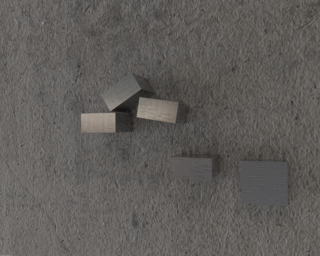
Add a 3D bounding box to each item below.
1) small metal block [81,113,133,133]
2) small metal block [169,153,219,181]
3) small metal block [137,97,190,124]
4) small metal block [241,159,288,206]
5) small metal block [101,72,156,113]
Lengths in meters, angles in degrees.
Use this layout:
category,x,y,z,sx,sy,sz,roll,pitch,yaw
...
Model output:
category,x,y,z,sx,sy,sz,roll,pitch,yaw
small metal block,-0.071,-0.007,0.421,0.050,0.050,0.025,0,90,20
small metal block,0.043,0.046,0.380,0.050,0.050,0.025,0,90,20
small metal block,0.005,-0.022,0.394,0.050,0.050,0.025,10,94,19
small metal block,0.123,0.063,0.365,0.050,0.025,0.050,-1,90,20
small metal block,-0.040,-0.045,0.410,0.050,0.050,0.025,-34,79,17
